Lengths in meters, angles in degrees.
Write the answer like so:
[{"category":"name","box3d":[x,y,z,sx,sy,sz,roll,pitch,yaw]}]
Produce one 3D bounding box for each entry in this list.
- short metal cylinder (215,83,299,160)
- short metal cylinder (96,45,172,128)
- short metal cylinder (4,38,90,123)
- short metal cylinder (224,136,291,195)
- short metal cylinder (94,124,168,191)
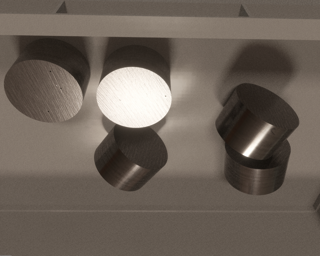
[{"category":"short metal cylinder","box3d":[0.114,-0.009,0.367,0.081,0.080,0.050,16,128,-14]},{"category":"short metal cylinder","box3d":[-0.028,-0.047,0.353,0.081,0.050,0.079,0,130,0]},{"category":"short metal cylinder","box3d":[-0.123,-0.052,0.346,0.081,0.050,0.079,0,130,0]},{"category":"short metal cylinder","box3d":[0.126,0.041,0.410,0.080,0.080,0.050,-5,130,3]},{"category":"short metal cylinder","box3d":[-0.037,0.035,0.402,0.080,0.080,0.050,28,124,-22]}]
